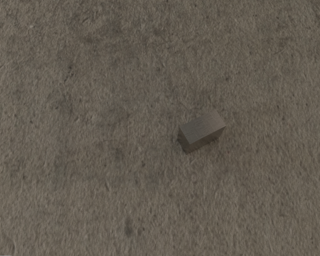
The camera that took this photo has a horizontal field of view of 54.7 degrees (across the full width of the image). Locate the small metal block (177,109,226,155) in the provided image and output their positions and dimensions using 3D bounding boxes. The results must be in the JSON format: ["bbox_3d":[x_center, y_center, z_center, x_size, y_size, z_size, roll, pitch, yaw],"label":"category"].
[{"bbox_3d":[0.051,0.006,0.393,0.050,0.050,0.025,-26,73,-10],"label":"small metal block"}]
